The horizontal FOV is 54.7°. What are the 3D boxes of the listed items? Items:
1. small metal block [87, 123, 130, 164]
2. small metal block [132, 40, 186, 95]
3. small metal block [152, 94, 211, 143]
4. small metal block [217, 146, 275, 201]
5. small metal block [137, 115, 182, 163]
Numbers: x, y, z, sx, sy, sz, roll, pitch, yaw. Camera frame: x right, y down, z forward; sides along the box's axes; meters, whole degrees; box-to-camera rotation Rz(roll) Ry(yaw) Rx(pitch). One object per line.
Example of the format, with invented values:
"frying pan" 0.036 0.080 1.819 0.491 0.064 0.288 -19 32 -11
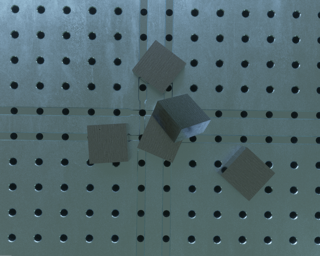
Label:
"small metal block" -0.068 0.020 0.413 0.050 0.025 0.050 -4 90 -1
"small metal block" -0.001 -0.079 0.413 0.050 0.025 0.050 38 90 -1
"small metal block" 0.027 -0.014 0.392 0.050 0.025 0.050 -17 57 -36
"small metal block" 0.115 0.060 0.415 0.050 0.025 0.050 43 90 -1
"small metal block" 0.003 0.012 0.413 0.050 0.025 0.050 24 90 -1
